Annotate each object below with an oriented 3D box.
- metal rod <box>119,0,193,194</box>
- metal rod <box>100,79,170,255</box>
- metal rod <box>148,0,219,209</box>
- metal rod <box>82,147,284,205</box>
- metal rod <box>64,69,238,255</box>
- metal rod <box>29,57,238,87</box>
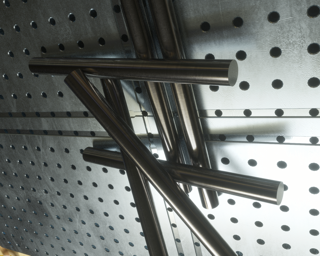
[{"bbox_3d":[-0.003,-0.042,0.387,0.025,0.025,0.299,-2,118,29],"label":"metal rod"},{"bbox_3d":[-0.027,0.073,0.405,0.025,0.025,0.299,-16,90,34],"label":"metal rod"},{"bbox_3d":[0.033,-0.024,0.379,0.025,0.025,0.299,-2,118,29],"label":"metal rod"},{"bbox_3d":[0.005,0.055,0.411,0.300,0.025,0.025,6,122,36],"label":"metal rod"},{"bbox_3d":[-0.010,0.051,0.381,0.300,0.025,0.025,50,129,-2],"label":"metal rod"},{"bbox_3d":[-0.056,-0.071,0.370,0.300,0.025,0.025,9,123,33],"label":"metal rod"}]
